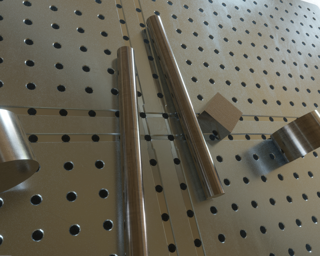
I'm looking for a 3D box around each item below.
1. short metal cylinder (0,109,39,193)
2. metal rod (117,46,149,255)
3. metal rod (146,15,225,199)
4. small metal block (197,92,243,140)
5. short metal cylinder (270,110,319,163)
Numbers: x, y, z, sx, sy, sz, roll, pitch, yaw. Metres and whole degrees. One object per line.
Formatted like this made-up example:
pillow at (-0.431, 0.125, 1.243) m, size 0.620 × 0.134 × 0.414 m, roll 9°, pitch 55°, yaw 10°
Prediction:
short metal cylinder at (-0.156, 0.026, 0.273) m, size 0.081 × 0.080 × 0.050 m, roll -19°, pitch 72°, yaw -35°
metal rod at (-0.035, 0.021, 0.376) m, size 0.025 × 0.025 × 0.299 m, roll 8°, pitch 58°, yaw -24°
metal rod at (0.030, -0.045, 0.451) m, size 0.025 × 0.025 × 0.299 m, roll -3°, pitch 63°, yaw -30°
small metal block at (0.090, -0.018, 0.468) m, size 0.050 × 0.025 × 0.050 m, roll 41°, pitch 51°, yaw -1°
short metal cylinder at (0.222, 0.014, 0.483) m, size 0.081 × 0.080 × 0.050 m, roll -17°, pitch 71°, yaw -35°
